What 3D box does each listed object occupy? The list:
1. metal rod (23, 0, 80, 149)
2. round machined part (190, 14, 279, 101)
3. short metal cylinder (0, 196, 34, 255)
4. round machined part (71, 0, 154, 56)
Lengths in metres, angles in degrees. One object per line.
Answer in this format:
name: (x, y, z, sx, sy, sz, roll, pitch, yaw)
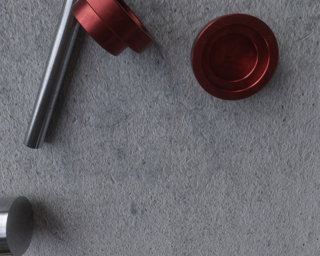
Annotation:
metal rod: (-0.113, -0.108, 0.368, 0.025, 0.025, 0.298, 21, 109, -8)
round machined part: (0.085, -0.085, 0.371, 0.099, 0.042, 0.097, 0, 110, -1)
short metal cylinder: (-0.217, 0.136, 0.428, 0.050, 0.080, 0.079, -5, 110, 1)
round machined part: (-0.054, -0.115, 0.328, 0.042, 0.098, 0.098, -39, 106, 13)
